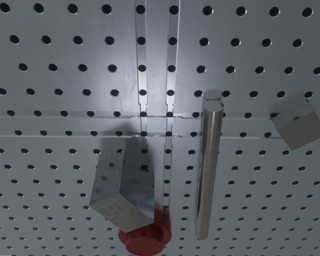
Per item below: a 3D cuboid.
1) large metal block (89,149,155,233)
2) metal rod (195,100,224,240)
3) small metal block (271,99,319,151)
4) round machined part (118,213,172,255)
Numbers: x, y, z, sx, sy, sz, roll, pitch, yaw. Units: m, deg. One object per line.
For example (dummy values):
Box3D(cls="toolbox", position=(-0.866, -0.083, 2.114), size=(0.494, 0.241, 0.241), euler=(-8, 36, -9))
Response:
Box3D(cls="large metal block", position=(-0.051, 0.092, 0.454), size=(0.050, 0.080, 0.080), euler=(-26, 126, 20))
Box3D(cls="metal rod", position=(0.073, 0.086, 0.484), size=(0.025, 0.025, 0.298), euler=(-2, 130, 1))
Box3D(cls="small metal block", position=(0.185, -0.003, 0.411), size=(0.050, 0.025, 0.050), euler=(-31, 124, 23))
Box3D(cls="round machined part", position=(-0.028, 0.201, 0.572), size=(0.099, 0.042, 0.097), euler=(0, 130, 0))
